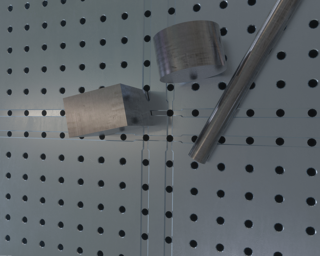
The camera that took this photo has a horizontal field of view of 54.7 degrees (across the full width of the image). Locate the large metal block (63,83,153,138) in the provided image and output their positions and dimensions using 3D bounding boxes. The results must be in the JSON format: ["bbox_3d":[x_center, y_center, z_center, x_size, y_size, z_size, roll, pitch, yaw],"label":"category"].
[{"bbox_3d":[-0.065,-0.020,0.406,0.080,0.080,0.050,-11,86,19],"label":"large metal block"}]

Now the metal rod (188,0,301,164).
[{"bbox_3d":[0.117,-0.090,0.370,0.025,0.025,0.299,32,100,17],"label":"metal rod"}]

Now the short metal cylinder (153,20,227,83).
[{"bbox_3d":[0.035,-0.088,0.371,0.080,0.080,0.050,-10,87,20],"label":"short metal cylinder"}]
